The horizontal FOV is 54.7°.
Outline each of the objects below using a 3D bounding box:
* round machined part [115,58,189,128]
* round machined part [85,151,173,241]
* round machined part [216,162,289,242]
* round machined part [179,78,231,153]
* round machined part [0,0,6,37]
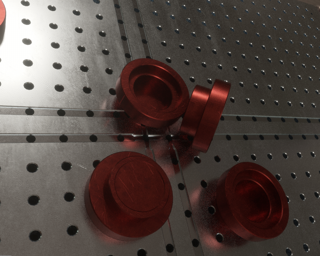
[{"bbox_3d":[-0.013,-0.043,0.418,0.099,0.042,0.098,14,56,-21],"label":"round machined part"},{"bbox_3d":[-0.029,0.069,0.341,0.099,0.042,0.098,14,56,-21],"label":"round machined part"},{"bbox_3d":[0.114,0.097,0.402,0.099,0.042,0.098,14,56,-21],"label":"round machined part"},{"bbox_3d":[0.057,-0.019,0.410,0.042,0.097,0.098,20,52,7],"label":"round machined part"},{"bbox_3d":[-0.233,-0.143,0.359,0.099,0.042,0.098,14,56,-21],"label":"round machined part"}]
